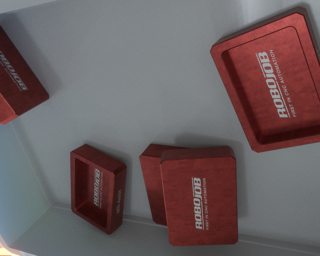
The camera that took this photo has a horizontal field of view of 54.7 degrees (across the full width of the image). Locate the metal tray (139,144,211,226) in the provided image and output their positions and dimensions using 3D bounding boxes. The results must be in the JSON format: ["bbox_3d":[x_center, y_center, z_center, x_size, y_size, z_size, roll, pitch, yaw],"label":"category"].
[{"bbox_3d":[0.026,0.089,0.446,0.090,0.030,0.129,5,121,25],"label":"metal tray"}]

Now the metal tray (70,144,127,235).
[{"bbox_3d":[-0.102,0.100,0.505,0.090,0.030,0.129,22,121,25],"label":"metal tray"}]

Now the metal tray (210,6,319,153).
[{"bbox_3d":[0.119,-0.042,0.316,0.090,0.030,0.130,-15,111,34],"label":"metal tray"}]

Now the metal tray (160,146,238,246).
[{"bbox_3d":[0.052,0.091,0.403,0.090,0.030,0.129,-4,110,6],"label":"metal tray"}]

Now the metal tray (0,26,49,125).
[{"bbox_3d":[-0.224,-0.078,0.432,0.030,0.090,0.130,-27,105,19],"label":"metal tray"}]
